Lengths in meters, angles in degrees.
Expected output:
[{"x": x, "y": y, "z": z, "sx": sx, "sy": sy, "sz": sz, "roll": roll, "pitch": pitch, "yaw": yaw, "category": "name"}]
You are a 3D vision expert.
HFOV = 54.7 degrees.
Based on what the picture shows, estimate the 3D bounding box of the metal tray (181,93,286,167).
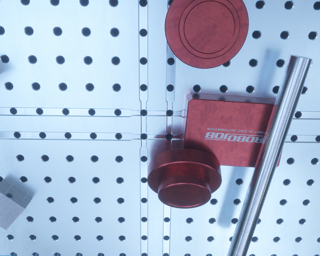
[{"x": 0.097, "y": 0.004, "z": 0.413, "sx": 0.131, "sy": 0.030, "sz": 0.089, "roll": 4, "pitch": 110, "yaw": -2, "category": "metal tray"}]

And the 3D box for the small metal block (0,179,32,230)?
[{"x": -0.227, "y": 0.112, "z": 0.453, "sx": 0.050, "sy": 0.025, "sz": 0.050, "roll": 40, "pitch": 105, "yaw": -14, "category": "small metal block"}]

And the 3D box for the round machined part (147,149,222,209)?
[{"x": 0.032, "y": 0.073, "z": 0.409, "sx": 0.099, "sy": 0.042, "sz": 0.097, "roll": 1, "pitch": 140, "yaw": 1, "category": "round machined part"}]

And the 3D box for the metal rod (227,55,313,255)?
[{"x": 0.135, "y": 0.057, "z": 0.402, "sx": 0.025, "sy": 0.025, "sz": 0.298, "roll": 9, "pitch": 111, "yaw": -4, "category": "metal rod"}]

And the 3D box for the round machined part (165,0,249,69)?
[{"x": 0.055, "y": -0.118, "z": 0.361, "sx": 0.099, "sy": 0.042, "sz": 0.097, "roll": 0, "pitch": 110, "yaw": 0, "category": "round machined part"}]
